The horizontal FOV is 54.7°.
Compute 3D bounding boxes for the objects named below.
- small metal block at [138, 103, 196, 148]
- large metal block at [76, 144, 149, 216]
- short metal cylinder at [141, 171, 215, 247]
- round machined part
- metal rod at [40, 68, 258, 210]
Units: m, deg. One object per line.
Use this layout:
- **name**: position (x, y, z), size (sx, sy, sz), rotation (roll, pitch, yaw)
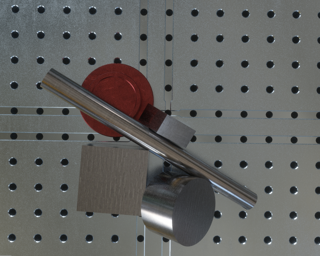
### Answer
- **small metal block**: position (0.009, -0.003, 0.391), size (0.050, 0.050, 0.025), rotation (28, 94, -35)
- **large metal block**: position (-0.057, 0.063, 0.398), size (0.081, 0.050, 0.079), rotation (5, 90, -1)
- **short metal cylinder**: position (0.024, 0.097, 0.380), size (0.081, 0.050, 0.079), rotation (-5, 97, -45)
- **round machined part**: position (-0.057, -0.036, 0.404), size (0.099, 0.042, 0.097), rotation (0, 90, -1)
- **metal rod**: position (-0.003, 0.021, 0.381), size (0.301, 0.025, 0.025), rotation (32, 90, -13)
